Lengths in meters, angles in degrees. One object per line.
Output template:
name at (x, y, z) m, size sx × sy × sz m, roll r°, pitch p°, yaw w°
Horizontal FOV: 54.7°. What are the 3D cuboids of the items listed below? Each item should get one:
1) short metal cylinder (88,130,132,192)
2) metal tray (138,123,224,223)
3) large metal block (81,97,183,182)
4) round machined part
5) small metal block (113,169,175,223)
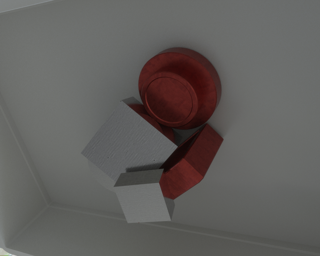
short metal cylinder at (-0.055, 0.047, 0.447) m, size 0.080 × 0.050 × 0.079 m, roll 13°, pitch 124°, yaw 20°
metal tray at (0.015, 0.058, 0.390) m, size 0.030 × 0.090 × 0.129 m, roll 45°, pitch 129°, yaw -2°
large metal block at (-0.032, 0.020, 0.372) m, size 0.080 × 0.050 × 0.080 m, roll 40°, pitch 104°, yaw 1°
round machined part at (0.018, -0.040, 0.360) m, size 0.098 × 0.042 × 0.097 m, roll 13°, pitch 124°, yaw 20°
small metal block at (-0.016, 0.074, 0.336) m, size 0.050 × 0.025 × 0.050 m, roll -9°, pitch 114°, yaw 17°
